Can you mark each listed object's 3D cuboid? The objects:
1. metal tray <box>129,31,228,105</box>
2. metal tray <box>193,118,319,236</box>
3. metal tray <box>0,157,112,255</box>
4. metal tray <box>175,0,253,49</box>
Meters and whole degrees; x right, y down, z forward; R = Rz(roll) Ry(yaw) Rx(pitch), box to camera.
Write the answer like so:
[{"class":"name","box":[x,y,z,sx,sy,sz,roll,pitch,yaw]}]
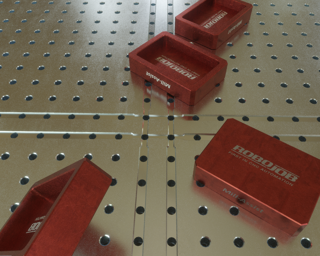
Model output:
[{"class":"metal tray","box":[0.027,-0.098,0.486,0.130,0.030,0.090,34,58,25]},{"class":"metal tray","box":[0.116,0.051,0.363,0.130,0.030,0.090,28,55,22]},{"class":"metal tray","box":[-0.105,0.083,0.277,0.030,0.130,0.090,42,50,-20]},{"class":"metal tray","box":[0.100,-0.203,0.575,0.090,0.030,0.131,32,57,24]}]
